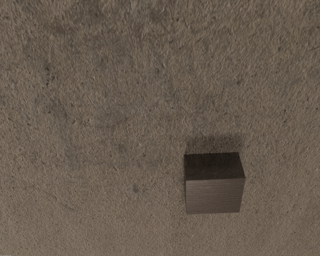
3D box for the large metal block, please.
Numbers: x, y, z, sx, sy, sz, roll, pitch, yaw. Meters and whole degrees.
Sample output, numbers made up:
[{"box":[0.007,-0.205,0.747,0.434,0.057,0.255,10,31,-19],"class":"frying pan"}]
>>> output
[{"box":[0.078,0.084,0.463,0.080,0.050,0.079,-3,130,2],"class":"large metal block"}]
